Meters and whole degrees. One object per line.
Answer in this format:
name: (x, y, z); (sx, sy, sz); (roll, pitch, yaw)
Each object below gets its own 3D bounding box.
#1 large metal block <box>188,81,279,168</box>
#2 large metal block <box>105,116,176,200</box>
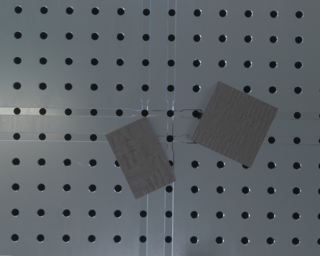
large metal block: (0.091, -0.004, 0.401); (0.080, 0.050, 0.080); (25, 90, 0)
large metal block: (-0.021, 0.033, 0.386); (0.050, 0.080, 0.080); (-25, 90, 0)
